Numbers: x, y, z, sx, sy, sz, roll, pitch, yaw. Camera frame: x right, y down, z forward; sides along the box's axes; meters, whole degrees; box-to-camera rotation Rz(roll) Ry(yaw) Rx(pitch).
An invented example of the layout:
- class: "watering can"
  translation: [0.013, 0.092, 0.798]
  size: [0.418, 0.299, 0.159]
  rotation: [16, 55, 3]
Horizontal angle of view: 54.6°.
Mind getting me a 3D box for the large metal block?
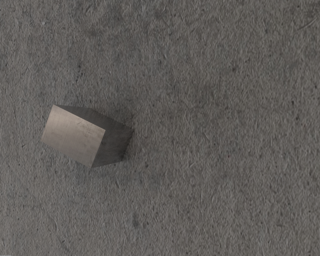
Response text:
- class: "large metal block"
  translation: [-0.093, 0.009, 0.413]
  size: [0.080, 0.080, 0.050]
  rotation: [25, 98, 18]
